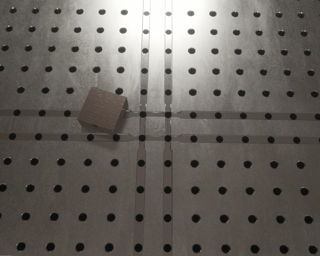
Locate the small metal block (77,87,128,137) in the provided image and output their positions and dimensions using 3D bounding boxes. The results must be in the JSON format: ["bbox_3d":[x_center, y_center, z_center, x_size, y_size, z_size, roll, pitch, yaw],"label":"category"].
[{"bbox_3d":[-0.076,-0.022,0.419,0.050,0.025,0.050,17,71,5],"label":"small metal block"}]
